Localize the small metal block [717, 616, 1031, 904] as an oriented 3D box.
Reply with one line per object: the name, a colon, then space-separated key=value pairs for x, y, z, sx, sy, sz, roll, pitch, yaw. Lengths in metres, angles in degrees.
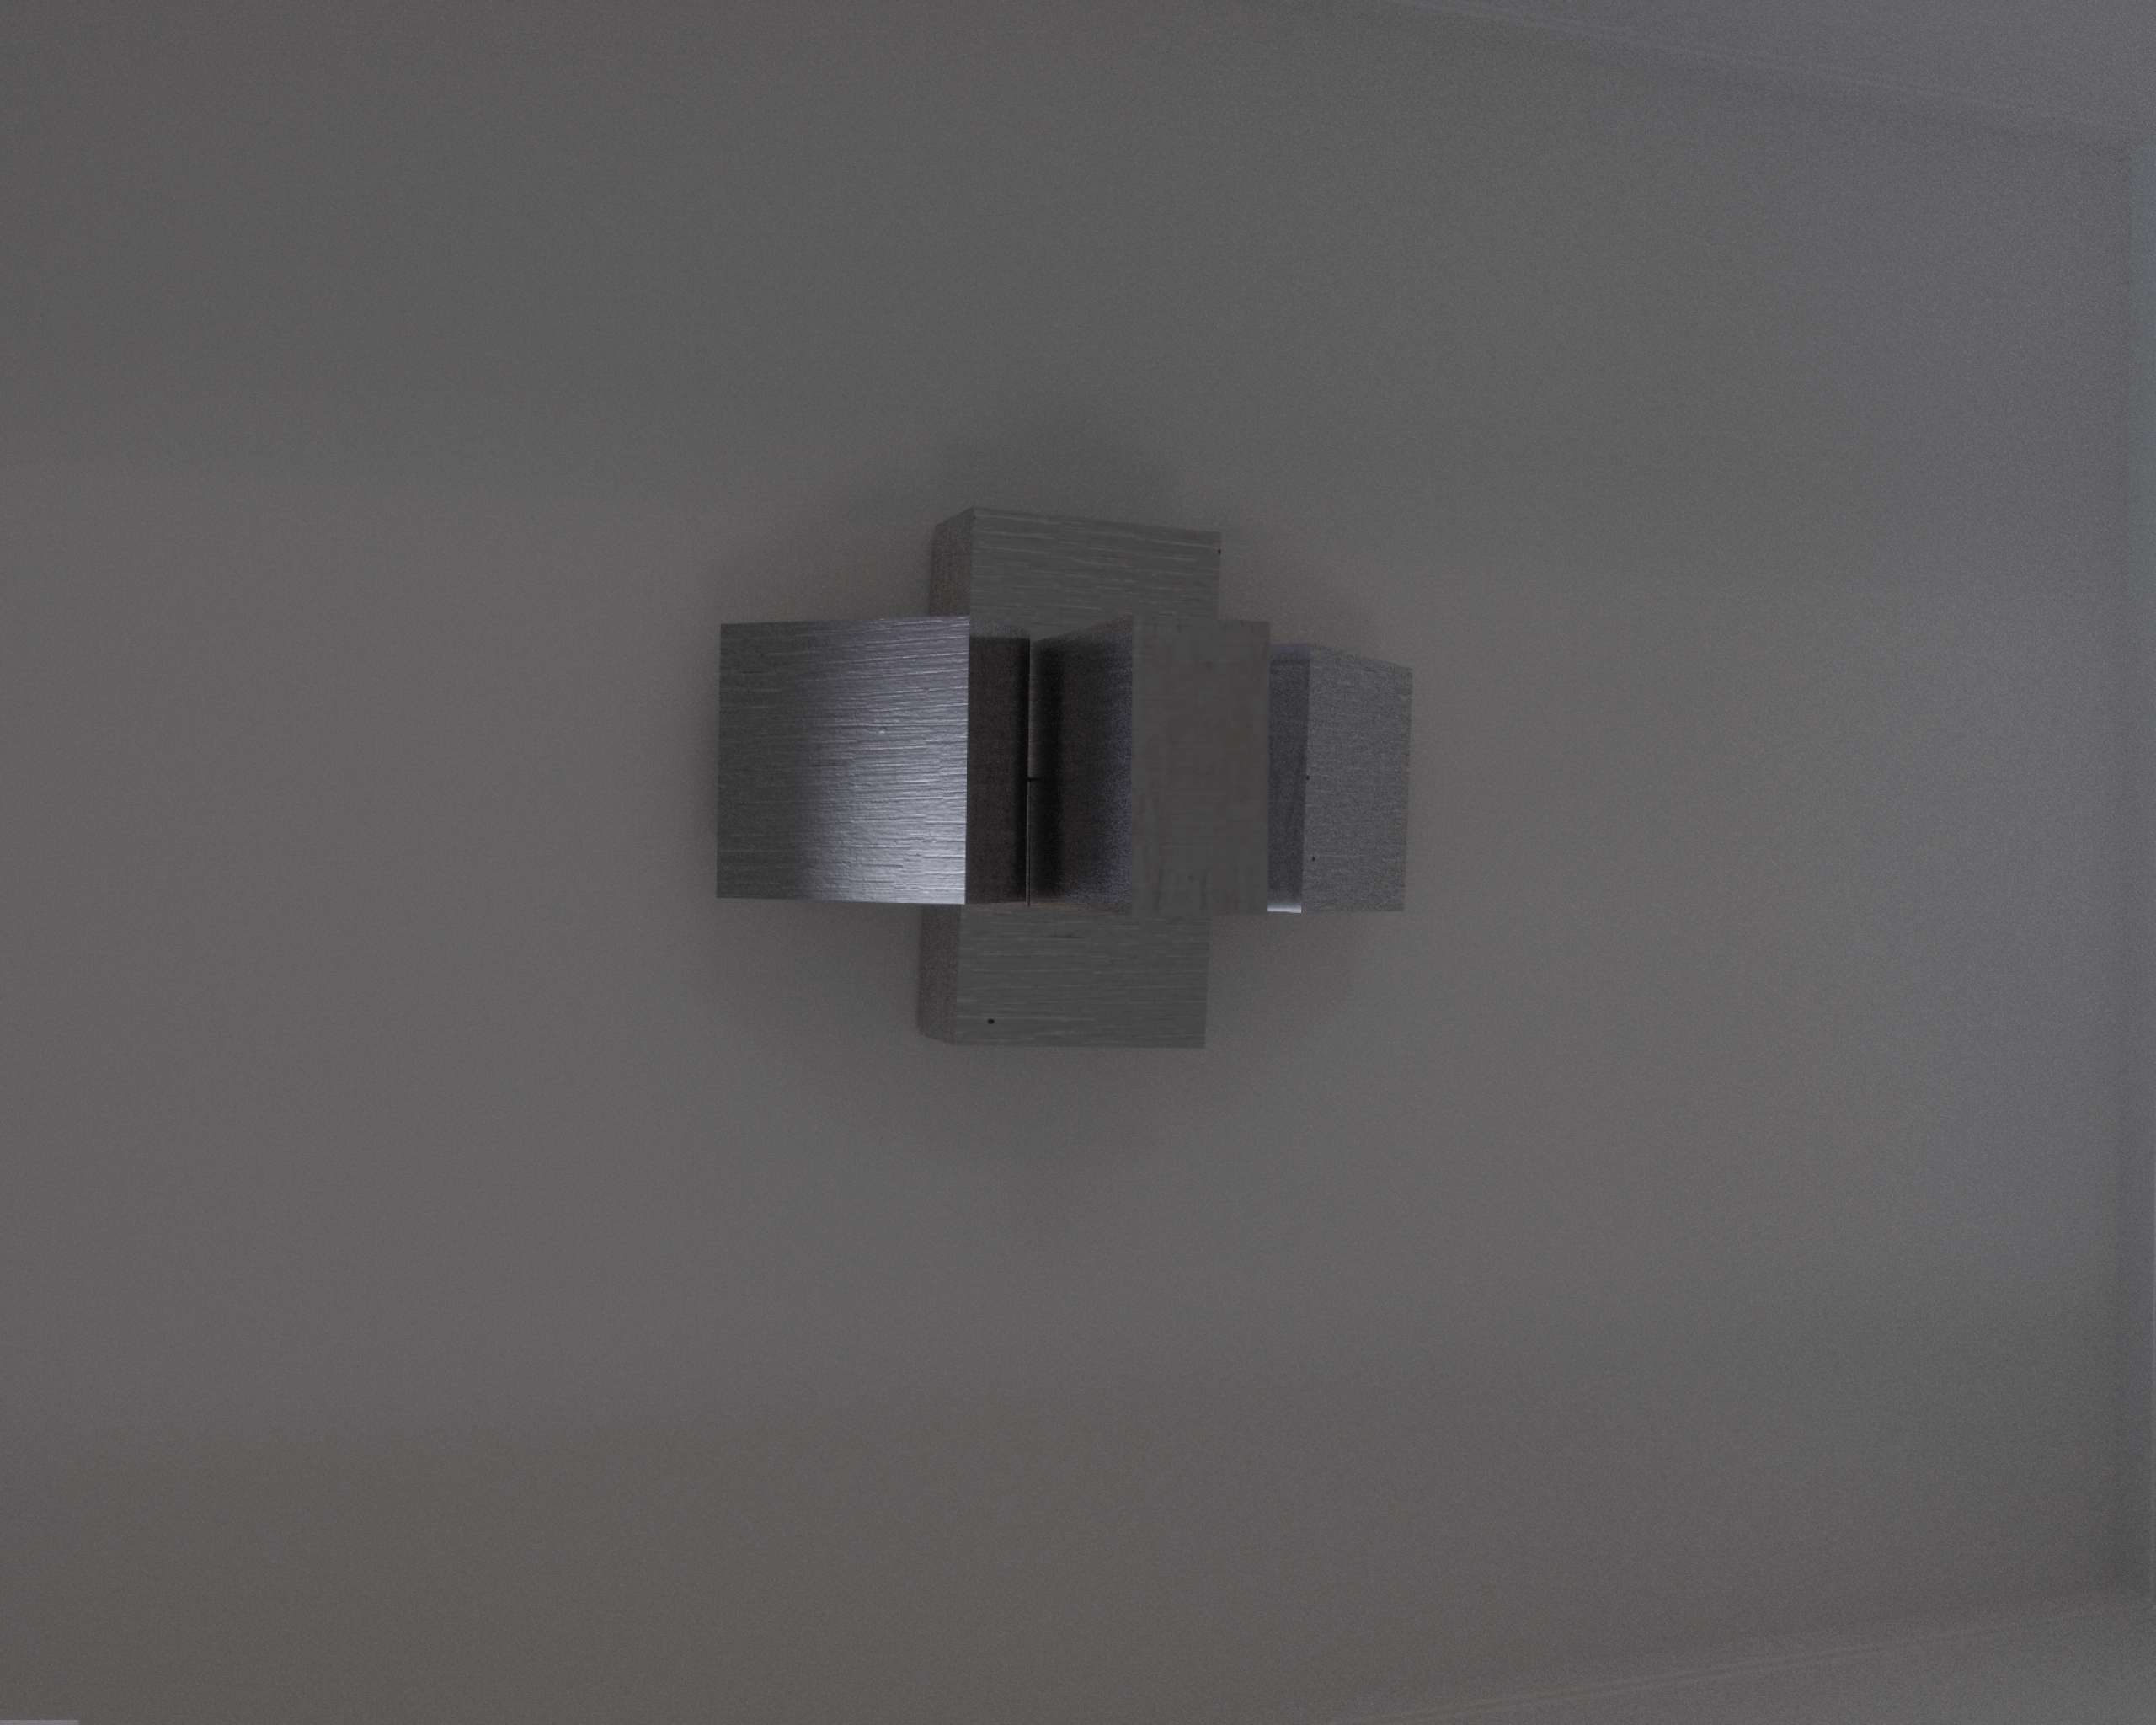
small metal block: x=-0.037 y=-0.018 z=0.380 sx=0.050 sy=0.025 sz=0.050 roll=1 pitch=90 yaw=23

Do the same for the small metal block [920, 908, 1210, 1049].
small metal block: x=-0.002 y=0.010 z=0.407 sx=0.050 sy=0.025 sz=0.050 roll=3 pitch=89 yaw=-20

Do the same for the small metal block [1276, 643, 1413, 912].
small metal block: x=0.044 y=-0.016 z=0.412 sx=0.050 sy=0.025 sz=0.050 roll=2 pitch=90 yaw=-59

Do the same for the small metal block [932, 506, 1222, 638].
small metal block: x=-0.001 y=-0.040 z=0.407 sx=0.050 sy=0.025 sz=0.050 roll=3 pitch=89 yaw=-21

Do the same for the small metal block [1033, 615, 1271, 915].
small metal block: x=0.012 y=-0.016 z=0.372 sx=0.025 sy=0.050 sz=0.050 roll=1 pitch=90 yaw=-21
